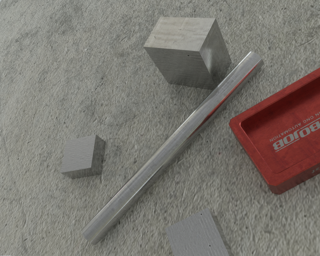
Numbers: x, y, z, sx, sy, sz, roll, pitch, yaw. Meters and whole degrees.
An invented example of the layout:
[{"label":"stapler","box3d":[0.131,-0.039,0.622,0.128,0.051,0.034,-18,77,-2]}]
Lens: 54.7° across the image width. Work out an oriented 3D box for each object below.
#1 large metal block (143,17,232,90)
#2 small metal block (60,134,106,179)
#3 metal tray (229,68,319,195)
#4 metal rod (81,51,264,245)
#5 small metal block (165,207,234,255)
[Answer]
[{"label":"large metal block","box3d":[0.039,-0.097,0.407,0.080,0.080,0.050,14,69,33]},{"label":"small metal block","box3d":[-0.107,0.041,0.433,0.050,0.025,0.050,-12,57,21]},{"label":"metal tray","box3d":[0.151,-0.002,0.322,0.130,0.030,0.090,-31,52,7]},{"label":"metal rod","box3d":[0.019,0.021,0.380,0.300,0.025,0.025,-47,52,-5]},{"label":"small metal block","box3d":[0.039,0.116,0.311,0.050,0.025,0.050,-29,52,9]}]
